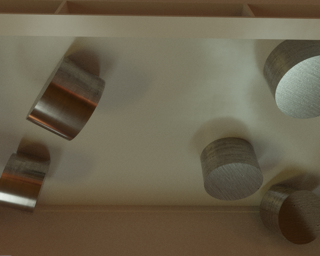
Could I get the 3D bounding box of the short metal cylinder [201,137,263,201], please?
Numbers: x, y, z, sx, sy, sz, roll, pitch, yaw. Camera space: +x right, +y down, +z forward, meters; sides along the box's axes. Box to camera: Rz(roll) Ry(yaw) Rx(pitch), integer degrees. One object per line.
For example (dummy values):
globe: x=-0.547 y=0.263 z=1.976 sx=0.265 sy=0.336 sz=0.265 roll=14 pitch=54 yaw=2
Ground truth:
short metal cylinder: x=0.101 y=0.059 z=0.444 sx=0.081 sy=0.050 sz=0.079 roll=0 pitch=130 yaw=0

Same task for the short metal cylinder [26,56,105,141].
short metal cylinder: x=-0.104 y=-0.032 z=0.344 sx=0.050 sy=0.080 sz=0.080 roll=31 pitch=123 yaw=-24

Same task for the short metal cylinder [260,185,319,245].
short metal cylinder: x=0.204 y=0.132 z=0.480 sx=0.081 sy=0.050 sz=0.080 roll=0 pitch=89 yaw=-13

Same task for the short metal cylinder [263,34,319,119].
short metal cylinder: x=0.163 y=-0.057 z=0.346 sx=0.081 sy=0.050 sz=0.079 roll=0 pitch=130 yaw=0

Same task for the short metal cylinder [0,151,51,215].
short metal cylinder: x=-0.192 y=0.078 z=0.437 sx=0.050 sy=0.080 sz=0.079 roll=18 pitch=128 yaw=-15
